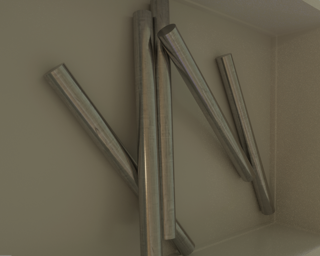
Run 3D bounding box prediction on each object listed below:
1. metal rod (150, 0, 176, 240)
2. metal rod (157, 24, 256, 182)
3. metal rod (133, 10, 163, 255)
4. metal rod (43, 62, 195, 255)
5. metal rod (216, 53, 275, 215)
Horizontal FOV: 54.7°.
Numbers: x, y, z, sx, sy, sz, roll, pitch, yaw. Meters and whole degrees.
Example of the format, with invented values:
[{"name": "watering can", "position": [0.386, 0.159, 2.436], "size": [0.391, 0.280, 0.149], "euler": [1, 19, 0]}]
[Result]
[{"name": "metal rod", "position": [0.003, -0.017, 0.389], "size": [0.025, 0.025, 0.298], "euler": [4, 82, -40]}, {"name": "metal rod", "position": [0.080, -0.016, 0.450], "size": [0.025, 0.025, 0.300], "euler": [-55, 129, -25]}, {"name": "metal rod", "position": [-0.015, 0.006, 0.368], "size": [0.025, 0.025, 0.298], "euler": [4, 80, -40]}, {"name": "metal rod", "position": [-0.035, 0.055, 0.377], "size": [0.025, 0.025, 0.299], "euler": [-47, 118, -30]}, {"name": "metal rod", "position": [0.151, 0.020, 0.532], "size": [0.025, 0.025, 0.298], "euler": [-33, 110, -35]}]
